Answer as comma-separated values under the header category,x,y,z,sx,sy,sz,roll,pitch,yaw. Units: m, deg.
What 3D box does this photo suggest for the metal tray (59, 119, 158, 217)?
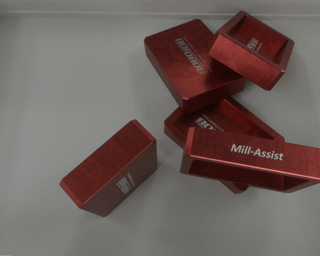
category,x,y,z,sx,sy,sz,roll,pitch,yaw
metal tray,-0.046,0.050,0.335,0.090,0.130,0.030,-42,75,-13

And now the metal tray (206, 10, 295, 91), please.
category,x,y,z,sx,sy,sz,roll,pitch,yaw
metal tray,0.123,-0.107,0.406,0.090,0.030,0.131,34,39,6

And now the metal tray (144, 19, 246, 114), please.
category,x,y,z,sx,sy,sz,roll,pitch,yaw
metal tray,0.044,-0.088,0.421,0.091,0.030,0.130,-23,57,-10

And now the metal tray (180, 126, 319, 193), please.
category,x,y,z,sx,sy,sz,roll,pitch,yaw
metal tray,0.090,0.037,0.329,0.131,0.090,0.030,10,71,3

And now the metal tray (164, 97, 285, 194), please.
category,x,y,z,sx,sy,sz,roll,pitch,yaw
metal tray,0.081,0.010,0.403,0.130,0.030,0.090,41,75,13
